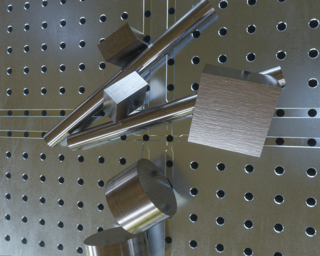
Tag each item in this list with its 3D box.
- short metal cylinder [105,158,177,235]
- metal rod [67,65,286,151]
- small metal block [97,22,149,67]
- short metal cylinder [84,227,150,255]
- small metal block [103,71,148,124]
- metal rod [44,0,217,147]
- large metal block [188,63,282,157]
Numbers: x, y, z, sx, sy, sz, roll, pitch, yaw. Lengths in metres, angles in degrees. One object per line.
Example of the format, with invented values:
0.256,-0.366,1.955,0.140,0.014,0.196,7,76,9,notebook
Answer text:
-0.023,0.085,0.391,0.050,0.080,0.080,-35,79,17,short metal cylinder
0.007,-0.020,0.410,0.300,0.025,0.025,-17,84,19,metal rod
-0.047,-0.109,0.416,0.050,0.050,0.025,-32,80,17,small metal block
-0.054,0.164,0.403,0.080,0.080,0.050,-11,87,19,short metal cylinder
-0.046,-0.039,0.405,0.050,0.050,0.025,-37,74,-26,small metal block
-0.051,-0.068,0.430,0.300,0.025,0.025,-37,78,16,metal rod
0.081,-0.022,0.350,0.080,0.050,0.079,13,114,8,large metal block
